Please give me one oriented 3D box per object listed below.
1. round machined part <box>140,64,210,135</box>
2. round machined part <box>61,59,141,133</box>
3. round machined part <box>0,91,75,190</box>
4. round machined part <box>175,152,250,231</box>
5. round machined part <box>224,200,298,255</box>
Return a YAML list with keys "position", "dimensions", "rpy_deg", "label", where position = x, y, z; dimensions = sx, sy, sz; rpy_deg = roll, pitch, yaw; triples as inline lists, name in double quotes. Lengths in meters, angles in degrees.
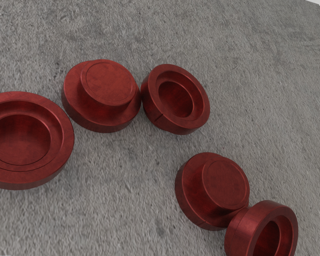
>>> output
- position: [0.016, -0.034, 0.417]
  dimensions: [0.099, 0.042, 0.098]
  rpy_deg: [18, 54, -27]
  label: "round machined part"
- position: [-0.068, -0.046, 0.384]
  dimensions: [0.099, 0.042, 0.098]
  rpy_deg: [13, 56, -21]
  label: "round machined part"
- position: [-0.139, 0.015, 0.309]
  dimensions: [0.099, 0.042, 0.098]
  rpy_deg: [14, 56, -21]
  label: "round machined part"
- position: [0.071, 0.074, 0.386]
  dimensions: [0.099, 0.042, 0.098]
  rpy_deg: [14, 56, -21]
  label: "round machined part"
- position: [0.112, 0.129, 0.354]
  dimensions: [0.099, 0.042, 0.097]
  rpy_deg: [-7, 102, -36]
  label: "round machined part"
